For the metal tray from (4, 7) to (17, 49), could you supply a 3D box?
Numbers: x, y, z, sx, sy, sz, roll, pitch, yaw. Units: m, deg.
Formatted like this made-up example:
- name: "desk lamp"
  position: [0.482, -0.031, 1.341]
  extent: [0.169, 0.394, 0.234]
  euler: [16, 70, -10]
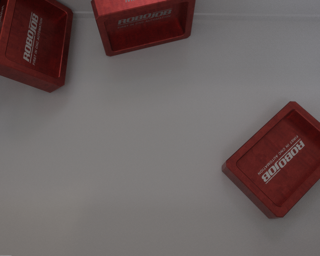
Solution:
- name: "metal tray"
  position: [-0.234, -0.145, 0.406]
  extent: [0.030, 0.130, 0.090]
  euler: [-5, 67, 31]

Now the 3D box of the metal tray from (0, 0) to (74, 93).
- name: "metal tray"
  position: [-0.171, -0.123, 0.420]
  extent: [0.030, 0.090, 0.130]
  euler: [-17, 64, 40]

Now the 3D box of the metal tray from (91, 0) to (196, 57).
- name: "metal tray"
  position: [-0.020, -0.150, 0.429]
  extent: [0.131, 0.090, 0.030]
  euler: [-15, 71, -6]

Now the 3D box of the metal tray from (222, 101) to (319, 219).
- name: "metal tray"
  position: [0.156, 0.038, 0.393]
  extent: [0.130, 0.030, 0.090]
  euler: [-40, 75, -13]
